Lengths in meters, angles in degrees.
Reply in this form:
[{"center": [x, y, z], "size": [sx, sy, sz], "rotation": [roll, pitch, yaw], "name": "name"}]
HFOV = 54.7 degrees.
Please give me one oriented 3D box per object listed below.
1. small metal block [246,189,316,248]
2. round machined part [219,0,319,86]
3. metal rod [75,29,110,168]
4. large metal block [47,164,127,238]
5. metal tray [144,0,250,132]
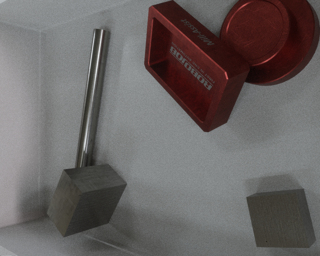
[{"center": [0.119, 0.089, 0.308], "size": [0.050, 0.025, 0.050], "rotation": [-16, 80, 38], "name": "small metal block"}, {"center": [0.102, -0.093, 0.311], "size": [0.098, 0.042, 0.097], "rotation": [0, 90, 39], "name": "round machined part"}, {"center": [-0.115, -0.005, 0.498], "size": [0.025, 0.025, 0.298], "rotation": [16, 100, 38], "name": "metal rod"}, {"center": [-0.107, 0.104, 0.457], "size": [0.050, 0.081, 0.079], "rotation": [39, 114, 33], "name": "large metal block"}, {"center": [0.032, -0.069, 0.347], "size": [0.130, 0.030, 0.089], "rotation": [50, 152, 28], "name": "metal tray"}]
